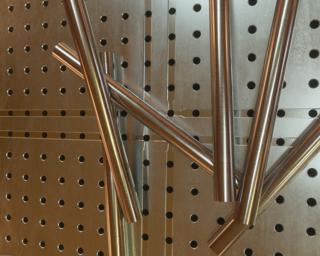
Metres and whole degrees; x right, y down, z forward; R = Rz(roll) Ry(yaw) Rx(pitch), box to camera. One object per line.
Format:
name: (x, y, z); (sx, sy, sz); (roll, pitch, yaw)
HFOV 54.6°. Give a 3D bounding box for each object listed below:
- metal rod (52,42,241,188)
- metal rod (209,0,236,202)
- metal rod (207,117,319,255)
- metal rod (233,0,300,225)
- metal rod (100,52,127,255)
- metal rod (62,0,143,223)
metal rod: (-0.019, -0.018, 0.401); (0.300, 0.025, 0.025); (37, 102, 9)
metal rod: (0.073, -0.066, 0.370); (0.025, 0.025, 0.299); (-3, 83, 20)
metal rod: (0.159, 0.034, 0.356); (0.025, 0.025, 0.299); (41, 103, 15)
metal rod: (0.125, -0.041, 0.354); (0.025, 0.025, 0.299); (11, 89, 19)
metal rod: (-0.068, 0.044, 0.436); (0.025, 0.025, 0.298); (-4, 89, 20)
metal rod: (-0.070, -0.018, 0.395); (0.025, 0.025, 0.298); (-9, 103, 20)
